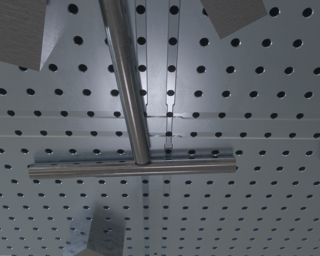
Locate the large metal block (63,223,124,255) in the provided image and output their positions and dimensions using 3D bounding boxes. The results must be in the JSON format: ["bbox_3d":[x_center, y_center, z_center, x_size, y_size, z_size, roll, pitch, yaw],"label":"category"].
[{"bbox_3d":[-0.128,0.235,0.594,0.080,0.050,0.080,-37,121,27],"label":"large metal block"}]

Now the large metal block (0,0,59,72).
[{"bbox_3d":[-0.147,-0.111,0.299,0.081,0.050,0.079,14,129,-12],"label":"large metal block"}]

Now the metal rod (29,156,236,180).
[{"bbox_3d":[-0.041,0.059,0.461,0.302,0.025,0.025,-2,130,1],"label":"metal rod"}]

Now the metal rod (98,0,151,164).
[{"bbox_3d":[-0.040,-0.070,0.351,0.025,0.025,0.298,-5,130,4],"label":"metal rod"}]

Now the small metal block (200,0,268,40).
[{"bbox_3d":[0.071,-0.125,0.306,0.050,0.025,0.050,-25,126,20],"label":"small metal block"}]
